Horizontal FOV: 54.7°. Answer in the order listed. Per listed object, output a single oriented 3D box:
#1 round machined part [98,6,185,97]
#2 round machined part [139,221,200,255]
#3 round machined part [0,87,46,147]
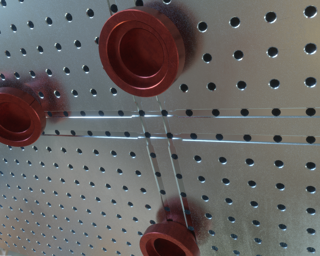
[{"bbox_3d":[-0.017,-0.088,0.354,0.098,0.042,0.097,13,124,20],"label":"round machined part"},{"bbox_3d":[0.020,0.192,0.508,0.098,0.042,0.097,13,124,20],"label":"round machined part"},{"bbox_3d":[-0.229,-0.021,0.492,0.099,0.042,0.097,2,122,4],"label":"round machined part"}]
